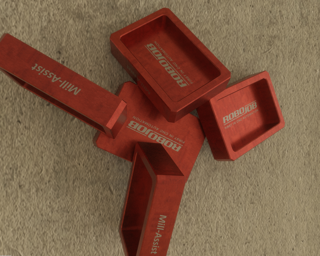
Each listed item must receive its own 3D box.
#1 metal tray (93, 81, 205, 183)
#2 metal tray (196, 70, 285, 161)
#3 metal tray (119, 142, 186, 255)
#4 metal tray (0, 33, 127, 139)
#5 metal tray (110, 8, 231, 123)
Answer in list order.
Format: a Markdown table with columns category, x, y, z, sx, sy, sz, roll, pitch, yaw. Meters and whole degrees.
| category | x | y | z | sx | sy | sz | roll | pitch | yaw |
| --- | --- | --- | --- | --- | --- | --- | --- | --- | --- |
| metal tray | -0.009 | 0.008 | 0.405 | 0.131 | 0.030 | 0.090 | 27 | 81 | -19 |
| metal tray | 0.116 | -0.020 | 0.435 | 0.131 | 0.030 | 0.090 | -26 | 99 | -33 |
| metal tray | -0.014 | 0.091 | 0.351 | 0.030 | 0.090 | 0.129 | 6 | 109 | -20 |
| metal tray | -0.098 | -0.037 | 0.323 | 0.130 | 0.090 | 0.030 | 30 | 80 | -1 |
| metal tray | 0.011 | -0.081 | 0.381 | 0.090 | 0.030 | 0.130 | -33 | 72 | -18 |
